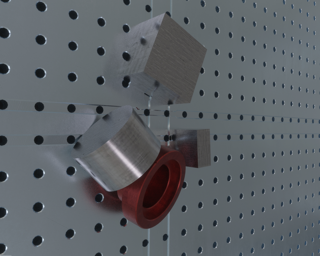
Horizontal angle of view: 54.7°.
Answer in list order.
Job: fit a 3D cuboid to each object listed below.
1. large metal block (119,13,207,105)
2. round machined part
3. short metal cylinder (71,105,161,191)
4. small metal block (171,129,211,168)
[{"bbox_3d":[0.006,-0.084,0.398,0.080,0.050,0.080,29,72,-36],"label":"large metal block"},{"bbox_3d":[-0.013,0.066,0.372,0.099,0.042,0.097,-35,135,-44],"label":"round machined part"},{"bbox_3d":[-0.047,0.021,0.332,0.050,0.080,0.080,52,59,-23],"label":"short metal cylinder"},{"bbox_3d":[0.042,0.026,0.428,0.025,0.050,0.050,-4,93,-40],"label":"small metal block"}]
